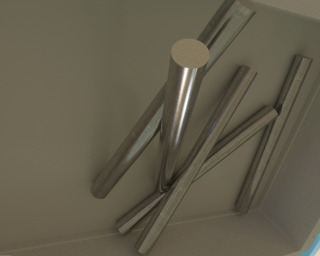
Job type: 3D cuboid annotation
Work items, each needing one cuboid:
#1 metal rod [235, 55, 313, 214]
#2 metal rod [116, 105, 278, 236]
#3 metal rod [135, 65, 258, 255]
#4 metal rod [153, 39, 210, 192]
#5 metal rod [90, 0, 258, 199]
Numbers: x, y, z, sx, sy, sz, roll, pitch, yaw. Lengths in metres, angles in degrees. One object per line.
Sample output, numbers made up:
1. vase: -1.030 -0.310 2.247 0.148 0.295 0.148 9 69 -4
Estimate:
1. metal rod: 0.187 0.024 0.528 0.025 0.025 0.298 -2 119 -28
2. metal rod: 0.059 0.064 0.482 0.301 0.025 0.025 -37 130 -4
3. metal rod: 0.049 0.048 0.439 0.025 0.025 0.299 27 95 -38
4. metal rod: 0.011 0.018 0.334 0.025 0.025 0.299 -23 157 -14
5. metal rod: -0.009 -0.005 0.326 0.025 0.025 0.298 8 138 -32
